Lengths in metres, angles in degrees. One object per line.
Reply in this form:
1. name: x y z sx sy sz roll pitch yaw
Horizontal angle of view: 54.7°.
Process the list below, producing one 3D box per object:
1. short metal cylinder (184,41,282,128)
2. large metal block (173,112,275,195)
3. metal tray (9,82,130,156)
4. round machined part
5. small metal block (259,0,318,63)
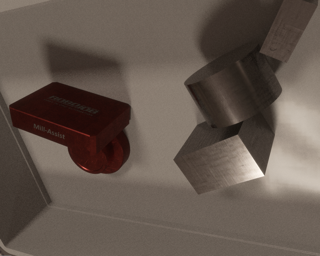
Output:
1. short metal cylinder: 0.071 -0.043 0.308 0.080 0.080 0.050 -22 107 36
2. large metal block: 0.074 0.021 0.347 0.080 0.080 0.050 -26 104 37
3. metal tray: -0.118 -0.018 0.415 0.130 0.090 0.030 18 125 17
4. round machined part: -0.098 0.030 0.466 0.098 0.042 0.097 13 124 20
5. small metal block: 0.115 -0.092 0.275 0.025 0.050 0.050 26 127 12
